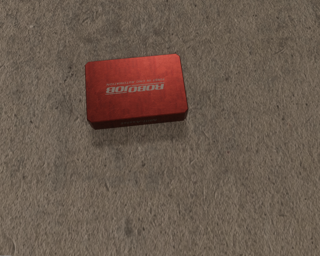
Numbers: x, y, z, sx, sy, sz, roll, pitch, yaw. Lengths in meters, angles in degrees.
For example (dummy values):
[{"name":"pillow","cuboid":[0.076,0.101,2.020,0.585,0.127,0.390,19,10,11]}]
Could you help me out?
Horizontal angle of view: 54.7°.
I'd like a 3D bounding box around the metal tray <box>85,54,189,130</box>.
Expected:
[{"name":"metal tray","cuboid":[-0.033,-0.050,0.423,0.131,0.030,0.090,-6,70,-3]}]
